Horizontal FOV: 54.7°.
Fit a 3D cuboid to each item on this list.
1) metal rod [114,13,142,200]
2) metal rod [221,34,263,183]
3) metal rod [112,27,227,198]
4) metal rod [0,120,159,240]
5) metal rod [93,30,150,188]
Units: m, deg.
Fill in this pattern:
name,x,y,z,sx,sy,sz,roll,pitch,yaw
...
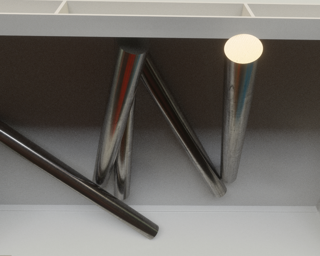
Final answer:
name,x,y,z,sx,sy,sz,roll,pitch,yaw
metal rod,-0.045,0.003,0.391,0.025,0.025,0.298,5,136,-4
metal rod,0.080,0.010,0.341,0.025,0.025,0.299,-8,154,7
metal rod,0.028,-0.001,0.408,0.025,0.025,0.299,-21,127,17
metal rod,-0.121,0.076,0.444,0.301,0.025,0.025,39,120,-19
metal rod,-0.056,0.009,0.355,0.025,0.025,0.298,11,148,-10
